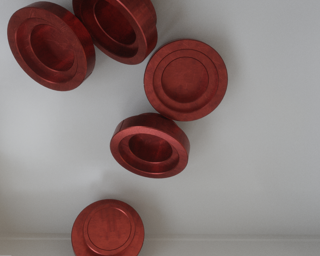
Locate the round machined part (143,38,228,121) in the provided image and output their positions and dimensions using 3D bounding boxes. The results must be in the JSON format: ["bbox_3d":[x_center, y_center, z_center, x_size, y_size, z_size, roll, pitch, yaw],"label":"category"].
[{"bbox_3d":[0.030,-0.061,0.380,0.099,0.042,0.097,0,110,-1],"label":"round machined part"}]

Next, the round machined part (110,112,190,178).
[{"bbox_3d":[-0.010,0.018,0.395,0.099,0.042,0.097,7,136,8],"label":"round machined part"}]

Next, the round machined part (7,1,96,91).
[{"bbox_3d":[-0.117,-0.094,0.352,0.098,0.042,0.097,12,131,15],"label":"round machined part"}]

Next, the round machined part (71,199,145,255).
[{"bbox_3d":[-0.069,0.142,0.421,0.099,0.098,0.042,12,143,-5],"label":"round machined part"}]

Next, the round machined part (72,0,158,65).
[{"bbox_3d":[-0.043,-0.120,0.338,0.098,0.098,0.042,43,65,-15],"label":"round machined part"}]
